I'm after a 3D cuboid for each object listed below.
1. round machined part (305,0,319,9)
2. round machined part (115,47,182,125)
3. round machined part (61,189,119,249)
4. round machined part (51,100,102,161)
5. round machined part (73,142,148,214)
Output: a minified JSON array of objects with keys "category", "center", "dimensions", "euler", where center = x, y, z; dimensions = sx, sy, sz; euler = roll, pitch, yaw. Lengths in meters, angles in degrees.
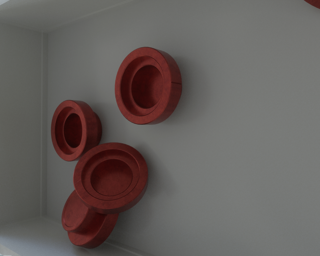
[{"category":"round machined part","center":[0.151,-0.142,0.244],"dimensions":[0.098,0.098,0.042],"euler":[28,77,36]},{"category":"round machined part","center":[-0.010,-0.053,0.404],"dimensions":[0.098,0.042,0.097],"euler":[0,90,40]},{"category":"round machined part","center":[-0.108,0.123,0.459],"dimensions":[0.098,0.042,0.098],"euler":[-28,45,32]},{"category":"round machined part","center":[-0.133,0.004,0.506],"dimensions":[0.098,0.042,0.097],"euler":[0,90,40]},{"category":"round machined part","center":[-0.065,0.072,0.426],"dimensions":[0.098,0.099,0.042],"euler":[50,157,28]}]
